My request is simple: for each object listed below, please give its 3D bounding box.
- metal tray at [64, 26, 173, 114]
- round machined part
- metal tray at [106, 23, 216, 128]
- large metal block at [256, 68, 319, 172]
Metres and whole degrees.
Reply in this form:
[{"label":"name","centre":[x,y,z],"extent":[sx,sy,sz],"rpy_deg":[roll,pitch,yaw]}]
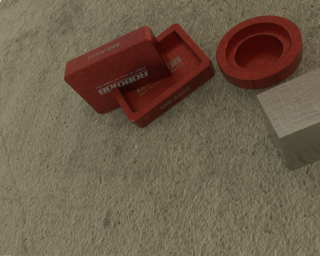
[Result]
[{"label":"metal tray","centre":[-0.054,-0.076,0.433],"extent":[0.130,0.090,0.030],"rpy_deg":[-20,50,16]},{"label":"round machined part","centre":[0.123,-0.087,0.382],"extent":[0.098,0.042,0.098],"rpy_deg":[-13,56,20]},{"label":"metal tray","centre":[-0.002,-0.073,0.430],"extent":[0.130,0.030,0.090],"rpy_deg":[-36,62,6]},{"label":"large metal block","centre":[0.147,-0.008,0.296],"extent":[0.080,0.080,0.050],"rpy_deg":[-24,53,13]}]
